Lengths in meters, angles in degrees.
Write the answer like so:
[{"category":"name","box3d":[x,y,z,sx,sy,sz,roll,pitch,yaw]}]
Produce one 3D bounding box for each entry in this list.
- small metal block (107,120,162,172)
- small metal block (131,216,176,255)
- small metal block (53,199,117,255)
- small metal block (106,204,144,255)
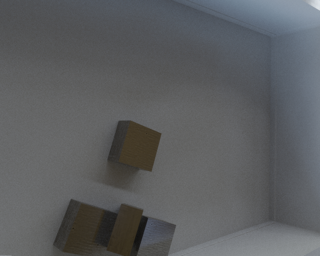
[{"category":"small metal block","box3d":[-0.030,0.022,0.381,0.050,0.025,0.050,24,75,-38]},{"category":"small metal block","box3d":[-0.012,0.142,0.397,0.050,0.025,0.050,28,73,-37]},{"category":"small metal block","box3d":[-0.080,0.111,0.340,0.050,0.025,0.050,30,71,-36]},{"category":"small metal block","box3d":[-0.038,0.115,0.355,0.025,0.050,0.050,17,76,1]}]
